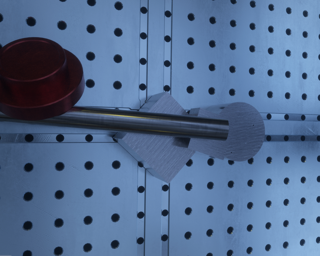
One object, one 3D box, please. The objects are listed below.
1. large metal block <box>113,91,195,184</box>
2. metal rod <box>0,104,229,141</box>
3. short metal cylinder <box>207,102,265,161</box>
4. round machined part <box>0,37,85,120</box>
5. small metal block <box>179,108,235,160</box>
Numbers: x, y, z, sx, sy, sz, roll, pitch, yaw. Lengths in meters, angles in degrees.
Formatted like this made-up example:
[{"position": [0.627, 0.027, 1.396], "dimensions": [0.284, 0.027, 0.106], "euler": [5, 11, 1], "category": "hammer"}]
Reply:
[{"position": [0.001, 0.011, 0.398], "dimensions": [0.080, 0.050, 0.080], "euler": [46, 76, -15], "category": "large metal block"}, {"position": [-0.076, -0.011, 0.339], "dimensions": [0.302, 0.025, 0.025], "euler": [5, 88, -4], "category": "metal rod"}, {"position": [0.099, 0.005, 0.437], "dimensions": [0.081, 0.050, 0.079], "euler": [0, 90, -21], "category": "short metal cylinder"}, {"position": [-0.132, -0.059, 0.327], "dimensions": [0.099, 0.042, 0.098], "euler": [3, 52, -4], "category": "round machined part"}, {"position": [0.058, 0.007, 0.380], "dimensions": [0.050, 0.025, 0.050], "euler": [20, 83, -19], "category": "small metal block"}]
